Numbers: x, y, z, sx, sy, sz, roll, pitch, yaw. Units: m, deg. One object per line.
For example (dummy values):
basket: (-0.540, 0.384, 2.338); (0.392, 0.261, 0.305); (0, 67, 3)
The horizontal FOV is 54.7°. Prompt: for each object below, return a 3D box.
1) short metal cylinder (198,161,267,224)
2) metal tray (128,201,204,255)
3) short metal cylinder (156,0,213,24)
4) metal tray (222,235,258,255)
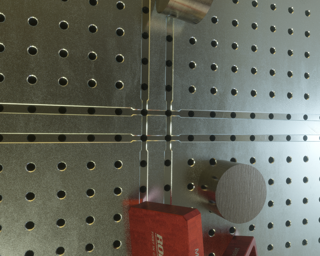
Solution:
short metal cylinder: (0.101, 0.088, 0.437); (0.081, 0.050, 0.079); (0, 90, -20)
metal tray: (0.008, 0.162, 0.380); (0.030, 0.090, 0.129); (-7, 93, -51)
short metal cylinder: (0.033, -0.180, 0.395); (0.050, 0.080, 0.080); (10, 87, -20)
metal tray: (0.103, 0.212, 0.407); (0.131, 0.030, 0.089); (-18, 98, -60)
